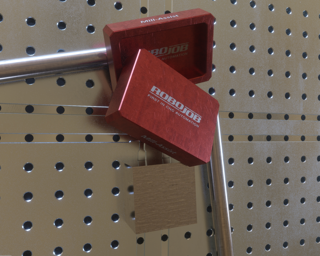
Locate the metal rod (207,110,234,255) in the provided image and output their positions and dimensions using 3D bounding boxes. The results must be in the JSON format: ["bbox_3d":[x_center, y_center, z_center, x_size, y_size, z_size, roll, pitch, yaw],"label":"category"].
[{"bbox_3d":[0.087,0.122,0.446,0.025,0.025,0.298,-8,93,-20],"label":"metal rod"}]

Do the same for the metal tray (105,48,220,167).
[{"bbox_3d":[0.010,-0.020,0.363,0.131,0.030,0.090,30,60,-28],"label":"metal tray"}]

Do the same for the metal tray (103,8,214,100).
[{"bbox_3d":[0.002,-0.091,0.386,0.131,0.030,0.089,-17,127,-18],"label":"metal tray"}]

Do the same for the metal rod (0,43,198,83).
[{"bbox_3d":[-0.081,-0.086,0.383,0.302,0.025,0.025,-13,95,-20],"label":"metal rod"}]

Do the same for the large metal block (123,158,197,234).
[{"bbox_3d":[-0.001,0.083,0.400,0.081,0.050,0.079,-3,91,-20],"label":"large metal block"}]
